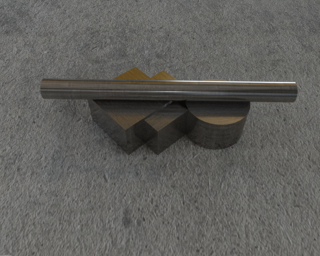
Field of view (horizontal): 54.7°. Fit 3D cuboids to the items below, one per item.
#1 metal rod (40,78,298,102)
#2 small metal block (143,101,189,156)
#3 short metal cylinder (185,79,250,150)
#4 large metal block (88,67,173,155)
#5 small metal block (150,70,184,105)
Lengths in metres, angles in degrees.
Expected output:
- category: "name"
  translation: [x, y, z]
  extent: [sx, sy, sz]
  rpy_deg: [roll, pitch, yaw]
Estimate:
- category: "metal rod"
  translation: [0.010, -0.045, 0.376]
  extent: [0.302, 0.025, 0.025]
  rpy_deg: [1, 50, 0]
- category: "small metal block"
  translation: [0.007, 0.000, 0.390]
  extent: [0.050, 0.050, 0.025]
  rpy_deg: [-35, 59, -26]
- category: "short metal cylinder"
  translation: [0.072, -0.019, 0.404]
  extent: [0.081, 0.050, 0.080]
  rpy_deg: [0, 50, 0]
- category: "large metal block"
  translation: [-0.037, -0.025, 0.407]
  extent: [0.080, 0.050, 0.080]
  rpy_deg: [-35, 58, -26]
- category: "small metal block"
  translation: [0.012, -0.043, 0.425]
  extent: [0.025, 0.050, 0.050]
  rpy_deg: [-35, 59, -26]
